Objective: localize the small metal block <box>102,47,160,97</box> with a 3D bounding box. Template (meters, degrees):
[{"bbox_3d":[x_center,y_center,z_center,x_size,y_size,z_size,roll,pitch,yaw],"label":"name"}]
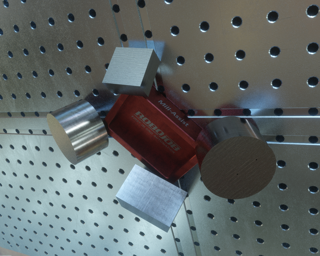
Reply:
[{"bbox_3d":[-0.033,-0.067,0.368,0.050,0.050,0.025,9,160,23],"label":"small metal block"}]

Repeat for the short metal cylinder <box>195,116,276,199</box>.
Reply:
[{"bbox_3d":[0.083,0.033,0.352,0.081,0.050,0.079,-1,116,-1],"label":"short metal cylinder"}]

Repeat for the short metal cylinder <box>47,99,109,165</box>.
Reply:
[{"bbox_3d":[-0.117,0.005,0.441,0.080,0.050,0.079,37,143,35],"label":"short metal cylinder"}]

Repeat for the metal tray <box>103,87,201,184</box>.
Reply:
[{"bbox_3d":[-0.006,0.007,0.415,0.130,0.030,0.090,41,129,-1],"label":"metal tray"}]

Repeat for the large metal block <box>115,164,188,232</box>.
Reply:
[{"bbox_3d":[-0.011,0.103,0.442,0.080,0.050,0.080,27,158,10],"label":"large metal block"}]
